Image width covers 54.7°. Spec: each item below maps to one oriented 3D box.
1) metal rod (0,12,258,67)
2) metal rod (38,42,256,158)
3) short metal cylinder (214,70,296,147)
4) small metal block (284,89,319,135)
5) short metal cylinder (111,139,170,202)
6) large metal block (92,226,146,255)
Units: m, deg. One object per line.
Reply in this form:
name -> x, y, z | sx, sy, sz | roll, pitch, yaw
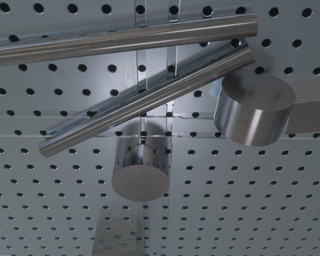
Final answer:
metal rod -> -0.051, -0.093, 0.332 | 0.302, 0.025, 0.025 | -6, 130, 4
metal rod -> -0.031, -0.027, 0.388 | 0.300, 0.025, 0.025 | -23, 127, 18
short metal cylinder -> 0.106, -0.024, 0.356 | 0.081, 0.080, 0.050 | 3, 130, -3
small metal block -> 0.187, -0.021, 0.396 | 0.050, 0.025, 0.050 | -6, 130, 5
short metal cylinder -> -0.027, 0.062, 0.448 | 0.081, 0.050, 0.079 | 0, 130, 0
large metal block -> -0.076, 0.236, 0.596 | 0.080, 0.050, 0.080 | -8, 130, 6
